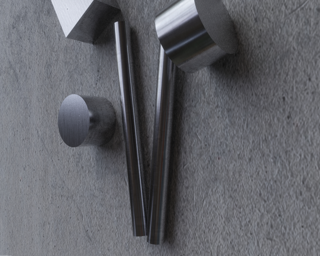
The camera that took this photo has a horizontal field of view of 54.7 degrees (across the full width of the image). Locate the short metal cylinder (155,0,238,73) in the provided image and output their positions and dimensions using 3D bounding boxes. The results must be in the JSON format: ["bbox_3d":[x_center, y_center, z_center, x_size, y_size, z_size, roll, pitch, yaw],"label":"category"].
[{"bbox_3d":[0.041,-0.106,0.335,0.050,0.081,0.080,-22,76,38],"label":"short metal cylinder"}]

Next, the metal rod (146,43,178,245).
[{"bbox_3d":[0.005,0.000,0.401,0.025,0.025,0.298,7,94,40],"label":"metal rod"}]

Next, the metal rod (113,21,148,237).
[{"bbox_3d":[-0.040,-0.002,0.438,0.025,0.025,0.298,-10,84,39],"label":"metal rod"}]

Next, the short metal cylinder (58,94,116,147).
[{"bbox_3d":[-0.114,-0.011,0.483,0.080,0.050,0.080,0,90,40],"label":"short metal cylinder"}]

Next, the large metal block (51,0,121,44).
[{"bbox_3d":[-0.118,-0.193,0.486,0.080,0.050,0.080,-38,67,33],"label":"large metal block"}]
